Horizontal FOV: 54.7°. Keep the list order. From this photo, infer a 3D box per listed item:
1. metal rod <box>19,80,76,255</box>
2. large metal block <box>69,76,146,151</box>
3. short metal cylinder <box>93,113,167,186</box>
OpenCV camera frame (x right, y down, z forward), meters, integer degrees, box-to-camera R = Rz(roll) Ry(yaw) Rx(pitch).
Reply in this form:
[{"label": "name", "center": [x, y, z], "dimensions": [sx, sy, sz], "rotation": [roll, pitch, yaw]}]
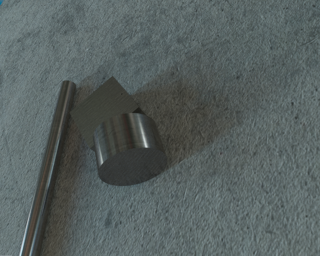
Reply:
[{"label": "metal rod", "center": [-0.161, 0.055, 0.454], "dimensions": [0.025, 0.025, 0.299], "rotation": [-12, 57, 22]}, {"label": "large metal block", "center": [-0.067, -0.012, 0.430], "dimensions": [0.080, 0.050, 0.080], "rotation": [-40, 51, 0]}, {"label": "short metal cylinder", "center": [-0.036, 0.027, 0.371], "dimensions": [0.080, 0.080, 0.050], "rotation": [-27, 53, 11]}]
